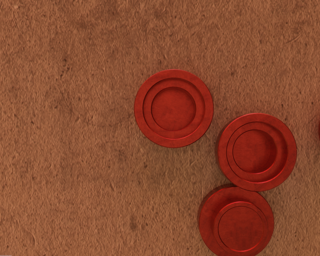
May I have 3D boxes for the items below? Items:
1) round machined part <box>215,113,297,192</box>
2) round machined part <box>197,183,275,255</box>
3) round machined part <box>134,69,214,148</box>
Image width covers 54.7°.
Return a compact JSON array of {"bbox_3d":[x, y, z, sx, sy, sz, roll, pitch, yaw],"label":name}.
[{"bbox_3d":[0.120,0.030,0.402,0.099,0.042,0.097,0,90,0],"label":"round machined part"},{"bbox_3d":[0.100,0.124,0.402,0.099,0.042,0.097,0,90,0],"label":"round machined part"},{"bbox_3d":[0.017,-0.024,0.401,0.099,0.042,0.097,0,90,0],"label":"round machined part"}]
